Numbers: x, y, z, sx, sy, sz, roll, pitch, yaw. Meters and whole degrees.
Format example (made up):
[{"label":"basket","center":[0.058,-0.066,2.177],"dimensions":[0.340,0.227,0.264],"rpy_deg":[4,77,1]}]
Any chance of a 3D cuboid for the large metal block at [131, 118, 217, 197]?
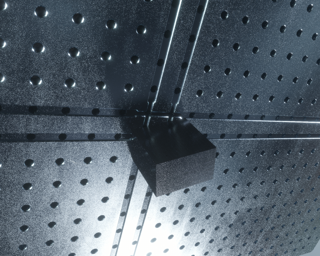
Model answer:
[{"label":"large metal block","center":[0.015,0.034,0.405],"dimensions":[0.081,0.080,0.050],"rpy_deg":[-13,124,-21]}]
